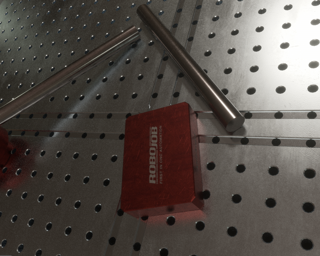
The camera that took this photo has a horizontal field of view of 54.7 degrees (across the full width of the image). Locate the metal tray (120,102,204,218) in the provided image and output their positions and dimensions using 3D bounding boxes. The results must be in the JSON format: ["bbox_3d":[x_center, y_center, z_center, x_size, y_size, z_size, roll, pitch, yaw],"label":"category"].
[{"bbox_3d":[0.001,0.037,0.380,0.090,0.030,0.130,-14,56,20],"label":"metal tray"}]

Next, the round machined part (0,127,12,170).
[{"bbox_3d":[-0.294,0.041,0.523,0.098,0.042,0.098,-13,56,20],"label":"round machined part"}]

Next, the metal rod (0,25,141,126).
[{"bbox_3d":[-0.164,-0.081,0.513,0.301,0.025,0.025,-34,51,-6],"label":"metal rod"}]

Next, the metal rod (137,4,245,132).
[{"bbox_3d":[0.029,-0.106,0.456,0.025,0.025,0.300,-34,52,5],"label":"metal rod"}]
